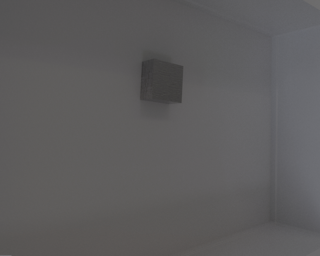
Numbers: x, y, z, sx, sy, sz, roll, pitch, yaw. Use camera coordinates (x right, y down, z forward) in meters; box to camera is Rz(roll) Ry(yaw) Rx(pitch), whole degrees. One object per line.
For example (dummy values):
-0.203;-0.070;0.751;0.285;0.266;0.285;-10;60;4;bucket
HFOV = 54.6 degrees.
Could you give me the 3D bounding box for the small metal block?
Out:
0.003;-0.060;0.408;0.050;0.025;0.050;5;87;-40;small metal block
